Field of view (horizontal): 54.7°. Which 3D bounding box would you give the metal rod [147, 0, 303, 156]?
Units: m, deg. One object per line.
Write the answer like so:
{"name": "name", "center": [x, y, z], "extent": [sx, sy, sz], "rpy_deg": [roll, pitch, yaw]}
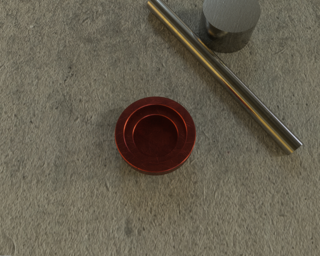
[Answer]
{"name": "metal rod", "center": [0.082, -0.083, 0.439], "extent": [0.025, 0.025, 0.300], "rpy_deg": [-36, 74, -12]}

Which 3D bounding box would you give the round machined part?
{"name": "round machined part", "center": [-0.006, 0.013, 0.394], "extent": [0.099, 0.042, 0.098], "rpy_deg": [0, 70, -1]}

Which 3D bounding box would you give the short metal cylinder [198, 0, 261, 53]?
{"name": "short metal cylinder", "center": [0.100, -0.158, 0.454], "extent": [0.081, 0.050, 0.080], "rpy_deg": [0, 70, 0]}
